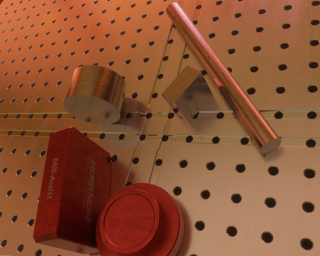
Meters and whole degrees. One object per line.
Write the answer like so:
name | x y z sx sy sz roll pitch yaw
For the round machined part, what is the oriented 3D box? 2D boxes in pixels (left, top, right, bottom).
round machined part | -0.026 0.106 0.338 0.098 0.042 0.098 -9 57 14

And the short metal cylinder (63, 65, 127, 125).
short metal cylinder | -0.092 -0.046 0.448 0.080 0.080 0.050 -6 59 25

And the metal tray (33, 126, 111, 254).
metal tray | -0.097 0.075 0.369 0.030 0.090 0.130 -16 55 19

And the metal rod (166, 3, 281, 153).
metal rod | 0.071 -0.089 0.424 0.025 0.025 0.300 -31 52 8

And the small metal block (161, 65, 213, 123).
small metal block | 0.036 -0.043 0.399 0.050 0.050 0.025 -49 52 -6
